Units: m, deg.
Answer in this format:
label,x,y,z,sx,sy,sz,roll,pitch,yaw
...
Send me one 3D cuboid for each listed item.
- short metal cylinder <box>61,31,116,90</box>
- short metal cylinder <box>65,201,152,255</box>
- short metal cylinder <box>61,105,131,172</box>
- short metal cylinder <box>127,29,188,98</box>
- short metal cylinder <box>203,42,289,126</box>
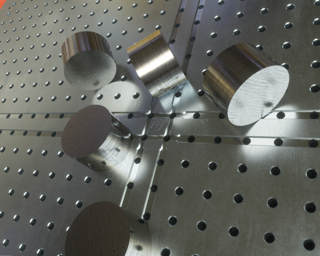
label,x,y,z,sx,sy,sz,roll,pitch,yaw
short metal cylinder,-0.115,-0.107,0.499,0.080,0.080,0.050,-29,52,10
short metal cylinder,-0.056,0.128,0.343,0.080,0.050,0.080,-13,56,21
short metal cylinder,-0.088,0.015,0.429,0.080,0.050,0.080,-13,57,21
short metal cylinder,-0.003,-0.088,0.428,0.050,0.080,0.080,-29,52,10
short metal cylinder,0.096,-0.049,0.352,0.080,0.080,0.050,-37,51,3
